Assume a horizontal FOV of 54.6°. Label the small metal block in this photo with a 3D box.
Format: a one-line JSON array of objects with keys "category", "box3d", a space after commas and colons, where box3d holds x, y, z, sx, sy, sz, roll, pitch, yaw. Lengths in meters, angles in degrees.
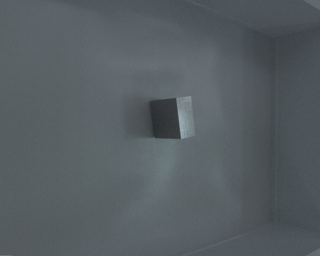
[{"category": "small metal block", "box3d": [0.016, -0.013, 0.398, 0.025, 0.050, 0.050, -11, 97, -39]}]
